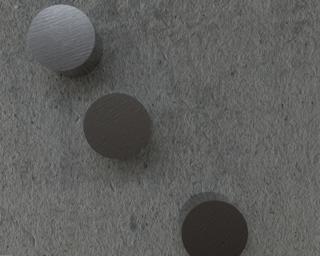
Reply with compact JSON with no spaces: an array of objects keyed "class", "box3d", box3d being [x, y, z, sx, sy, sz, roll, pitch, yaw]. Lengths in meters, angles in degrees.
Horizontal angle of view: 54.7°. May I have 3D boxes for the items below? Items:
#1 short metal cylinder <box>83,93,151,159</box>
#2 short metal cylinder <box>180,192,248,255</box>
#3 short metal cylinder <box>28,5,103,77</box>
[{"class":"short metal cylinder","box3d":[-0.052,-0.002,0.397,0.081,0.050,0.080,0,90,0]},{"class":"short metal cylinder","box3d":[0.066,0.127,0.398,0.081,0.050,0.080,0,90,0]},{"class":"short metal cylinder","box3d":[-0.118,-0.108,0.396,0.081,0.050,0.080,0,90,0]}]
